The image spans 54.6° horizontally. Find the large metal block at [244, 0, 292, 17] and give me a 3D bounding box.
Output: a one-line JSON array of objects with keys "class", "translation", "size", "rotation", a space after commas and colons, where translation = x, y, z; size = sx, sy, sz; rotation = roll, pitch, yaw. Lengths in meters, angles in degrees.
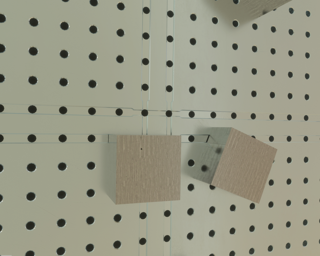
[{"class": "large metal block", "translation": [0.153, -0.216, 0.439], "size": [0.080, 0.080, 0.050], "rotation": [41, 77, -16]}]

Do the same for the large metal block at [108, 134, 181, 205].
[{"class": "large metal block", "translation": [-0.021, 0.048, 0.392], "size": [0.081, 0.050, 0.080], "rotation": [1, 90, -20]}]

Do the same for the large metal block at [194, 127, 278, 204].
[{"class": "large metal block", "translation": [0.106, 0.051, 0.438], "size": [0.080, 0.050, 0.080], "rotation": [24, 82, -19]}]
